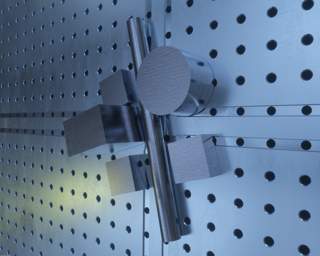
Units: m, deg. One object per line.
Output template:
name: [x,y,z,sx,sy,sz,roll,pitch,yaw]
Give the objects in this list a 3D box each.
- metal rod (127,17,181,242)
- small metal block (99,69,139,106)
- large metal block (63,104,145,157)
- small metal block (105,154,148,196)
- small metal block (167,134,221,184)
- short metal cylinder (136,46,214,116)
metal rod: [-0.010,-0.004,0.415,0.025,0.025,0.298,-16,80,38]
small metal block: [-0.060,-0.052,0.456,0.050,0.025,0.050,-22,76,37]
large metal block: [-0.074,0.005,0.430,0.080,0.081,0.050,-19,78,38]
small metal block: [-0.049,0.068,0.447,0.050,0.025,0.050,-20,78,38]
small metal block: [0.041,0.037,0.374,0.050,0.025,0.050,-19,78,38]
short metal cylinder: [0.018,-0.055,0.376,0.080,0.050,0.079,0,90,39]
